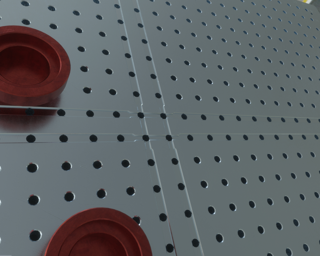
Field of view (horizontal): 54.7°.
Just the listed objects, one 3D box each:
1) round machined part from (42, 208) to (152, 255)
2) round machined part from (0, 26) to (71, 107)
[{"bbox_3d":[-0.060,0.128,0.288,0.099,0.042,0.098,14,56,-21],"label":"round machined part"},{"bbox_3d":[-0.156,-0.066,0.354,0.099,0.042,0.098,14,56,-21],"label":"round machined part"}]
